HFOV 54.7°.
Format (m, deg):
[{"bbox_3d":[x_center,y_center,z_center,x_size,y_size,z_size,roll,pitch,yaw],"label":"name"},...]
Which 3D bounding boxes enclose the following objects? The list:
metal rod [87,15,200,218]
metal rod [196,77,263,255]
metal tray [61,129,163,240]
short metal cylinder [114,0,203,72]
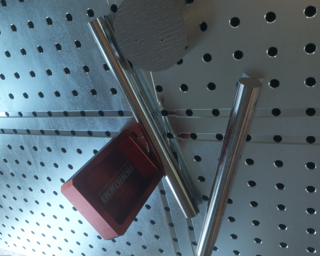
[{"bbox_3d":[-0.014,-0.002,0.416,0.025,0.025,0.299,-14,112,33],"label":"metal rod"},{"bbox_3d":[0.083,0.074,0.412,0.025,0.025,0.298,18,126,17],"label":"metal rod"},{"bbox_3d":[-0.056,0.070,0.414,0.030,0.131,0.090,-33,100,38],"label":"metal tray"},{"bbox_3d":[-0.001,-0.106,0.329,0.080,0.050,0.079,13,124,20],"label":"short metal cylinder"}]
